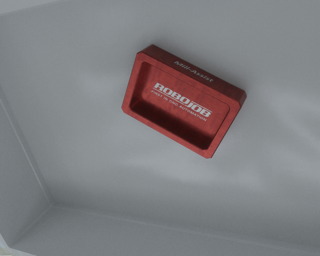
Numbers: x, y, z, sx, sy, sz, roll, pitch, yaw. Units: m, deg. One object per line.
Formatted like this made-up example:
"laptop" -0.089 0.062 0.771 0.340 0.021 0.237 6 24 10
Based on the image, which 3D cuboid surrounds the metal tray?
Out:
"metal tray" 0.024 -0.031 0.373 0.130 0.030 0.089 29 128 9
